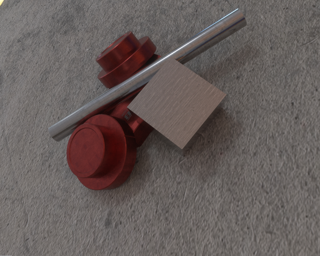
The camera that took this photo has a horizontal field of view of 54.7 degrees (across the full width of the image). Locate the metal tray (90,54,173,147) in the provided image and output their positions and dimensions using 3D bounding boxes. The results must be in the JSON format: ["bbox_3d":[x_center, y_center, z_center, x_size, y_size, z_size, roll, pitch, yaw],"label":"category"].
[{"bbox_3d":[-0.030,-0.046,0.446,0.090,0.030,0.130,27,76,37],"label":"metal tray"}]

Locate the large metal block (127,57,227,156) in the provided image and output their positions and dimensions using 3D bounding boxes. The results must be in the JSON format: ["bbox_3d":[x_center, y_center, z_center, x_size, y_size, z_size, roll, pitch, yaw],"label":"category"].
[{"bbox_3d":[0.021,-0.024,0.375,0.080,0.050,0.080,37,81,14],"label":"large metal block"}]

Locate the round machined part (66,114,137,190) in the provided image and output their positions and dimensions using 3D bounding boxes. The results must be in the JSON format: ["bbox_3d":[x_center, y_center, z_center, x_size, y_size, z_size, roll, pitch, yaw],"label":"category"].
[{"bbox_3d":[-0.081,0.030,0.396,0.098,0.042,0.098,-6,78,34],"label":"round machined part"}]

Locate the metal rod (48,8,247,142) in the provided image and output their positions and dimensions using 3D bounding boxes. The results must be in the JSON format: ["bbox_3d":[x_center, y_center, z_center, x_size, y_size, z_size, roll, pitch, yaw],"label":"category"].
[{"bbox_3d":[-0.022,-0.067,0.421,0.300,0.025,0.025,-31,52,8],"label":"metal rod"}]

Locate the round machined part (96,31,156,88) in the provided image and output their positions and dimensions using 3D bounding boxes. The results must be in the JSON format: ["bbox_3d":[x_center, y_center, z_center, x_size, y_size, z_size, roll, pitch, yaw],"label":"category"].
[{"bbox_3d":[-0.057,-0.107,0.464,0.098,0.042,0.098,-33,23,17],"label":"round machined part"}]
